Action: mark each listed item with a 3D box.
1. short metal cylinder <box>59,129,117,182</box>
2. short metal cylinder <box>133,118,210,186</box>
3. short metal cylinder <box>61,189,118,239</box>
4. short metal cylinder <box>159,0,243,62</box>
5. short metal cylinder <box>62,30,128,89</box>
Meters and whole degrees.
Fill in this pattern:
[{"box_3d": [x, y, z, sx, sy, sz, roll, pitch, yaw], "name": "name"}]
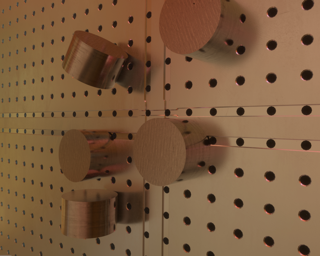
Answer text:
[{"box_3d": [-0.113, 0.041, 0.484, 0.080, 0.050, 0.079, 0, 90, 39], "name": "short metal cylinder"}, {"box_3d": [0.013, 0.028, 0.380, 0.080, 0.050, 0.079, 0, 90, 39], "name": "short metal cylinder"}, {"box_3d": [-0.103, 0.123, 0.456, 0.080, 0.081, 0.050, 2, 91, 39], "name": "short metal cylinder"}, {"box_3d": [0.046, -0.120, 0.354, 0.080, 0.050, 0.079, 0, 90, 39], "name": "short metal cylinder"}, {"box_3d": [-0.094, -0.099, 0.448, 0.080, 0.081, 0.050, 44, 116, 31], "name": "short metal cylinder"}]
